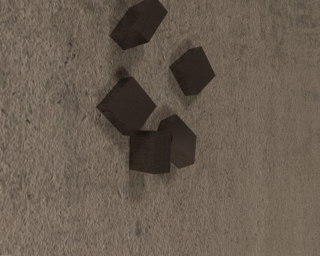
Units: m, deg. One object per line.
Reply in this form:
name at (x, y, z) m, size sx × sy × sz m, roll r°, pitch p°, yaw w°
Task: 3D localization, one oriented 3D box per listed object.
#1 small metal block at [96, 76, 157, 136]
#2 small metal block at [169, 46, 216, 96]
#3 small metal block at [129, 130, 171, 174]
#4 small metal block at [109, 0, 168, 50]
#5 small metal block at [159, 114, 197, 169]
small metal block at (-0.039, -0.026, 0.374) m, size 0.050 × 0.025 × 0.050 m, roll 50°, pitch 60°, yaw -29°
small metal block at (0.048, -0.082, 0.447) m, size 0.050 × 0.025 × 0.050 m, roll -46°, pitch 118°, yaw -30°
small metal block at (-0.013, 0.028, 0.380) m, size 0.025 × 0.050 × 0.050 m, roll 2°, pitch 89°, yaw -40°
small metal block at (-0.026, -0.124, 0.368) m, size 0.025 × 0.050 × 0.050 m, roll 43°, pitch 64°, yaw -32°
small metal block at (0.023, 0.018, 0.414) m, size 0.050 × 0.025 × 0.050 m, roll 45°, pitch 37°, yaw -31°
